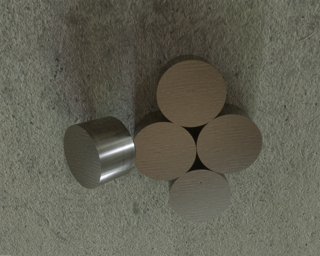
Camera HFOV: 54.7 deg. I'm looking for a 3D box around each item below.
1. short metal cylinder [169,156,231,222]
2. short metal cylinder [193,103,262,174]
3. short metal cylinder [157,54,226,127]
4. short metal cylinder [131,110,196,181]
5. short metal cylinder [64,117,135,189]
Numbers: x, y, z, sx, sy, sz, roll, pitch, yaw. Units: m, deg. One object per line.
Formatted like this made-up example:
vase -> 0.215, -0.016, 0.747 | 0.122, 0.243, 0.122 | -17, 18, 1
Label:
short metal cylinder -> 0.053, 0.081, 0.428 | 0.081, 0.050, 0.079 | 0, 110, 0
short metal cylinder -> 0.085, 0.012, 0.403 | 0.081, 0.050, 0.079 | 0, 110, 0
short metal cylinder -> 0.036, -0.047, 0.380 | 0.081, 0.050, 0.079 | 0, 110, 0
short metal cylinder -> 0.005, 0.021, 0.405 | 0.081, 0.050, 0.079 | 0, 110, 0
short metal cylinder -> -0.076, 0.029, 0.386 | 0.080, 0.050, 0.079 | 17, 115, 41
